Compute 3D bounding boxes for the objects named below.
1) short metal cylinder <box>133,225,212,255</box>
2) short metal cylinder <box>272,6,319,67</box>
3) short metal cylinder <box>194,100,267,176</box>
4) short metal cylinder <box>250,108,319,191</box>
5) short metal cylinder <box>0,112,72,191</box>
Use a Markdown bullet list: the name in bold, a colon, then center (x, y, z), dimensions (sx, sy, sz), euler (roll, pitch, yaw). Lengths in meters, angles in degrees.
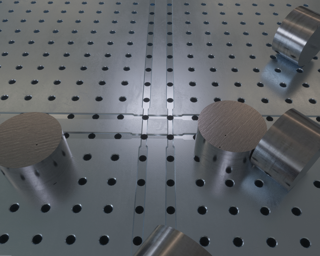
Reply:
- **short metal cylinder**: center (0.012, 0.130, 0.263), dimensions (0.080, 0.080, 0.050), euler (31, 57, 23)
- **short metal cylinder**: center (0.227, -0.146, 0.496), dimensions (0.081, 0.080, 0.050), euler (-32, 57, -24)
- **short metal cylinder**: center (0.085, 0.012, 0.382), dimensions (0.081, 0.050, 0.080), euler (0, 50, 0)
- **short metal cylinder**: center (0.150, 0.024, 0.352), dimensions (0.080, 0.080, 0.050), euler (-35, 59, -26)
- **short metal cylinder**: center (-0.151, 0.027, 0.367), dimensions (0.081, 0.050, 0.080), euler (0, 50, 0)
